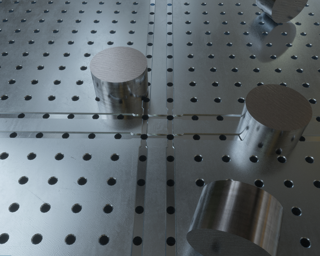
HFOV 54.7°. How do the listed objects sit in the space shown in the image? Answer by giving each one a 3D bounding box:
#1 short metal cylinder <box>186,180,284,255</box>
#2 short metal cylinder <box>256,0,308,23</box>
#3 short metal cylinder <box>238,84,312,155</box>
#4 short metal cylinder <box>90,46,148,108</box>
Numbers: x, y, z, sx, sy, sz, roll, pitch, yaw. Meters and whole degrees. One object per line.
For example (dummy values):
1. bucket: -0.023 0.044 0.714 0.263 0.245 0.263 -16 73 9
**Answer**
1. short metal cylinder: 0.071 0.094 0.293 0.080 0.080 0.050 17 52 13
2. short metal cylinder: 0.229 -0.245 0.579 0.081 0.080 0.050 -18 53 -15
3. short metal cylinder: 0.147 -0.012 0.402 0.081 0.050 0.080 0 50 0
4. short metal cylinder: -0.058 -0.075 0.454 0.081 0.050 0.080 0 50 0
